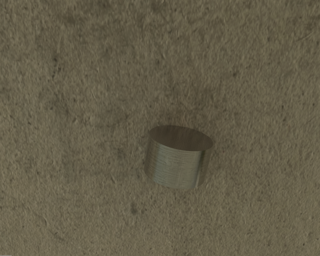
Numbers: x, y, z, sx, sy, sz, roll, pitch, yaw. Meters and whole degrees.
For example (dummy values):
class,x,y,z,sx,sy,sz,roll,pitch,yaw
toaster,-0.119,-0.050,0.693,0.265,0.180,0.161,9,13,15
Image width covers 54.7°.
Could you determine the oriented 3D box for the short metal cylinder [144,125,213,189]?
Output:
class,x,y,z,sx,sy,sz,roll,pitch,yaw
short metal cylinder,0.023,0.034,0.394,0.081,0.080,0.050,8,110,-4
